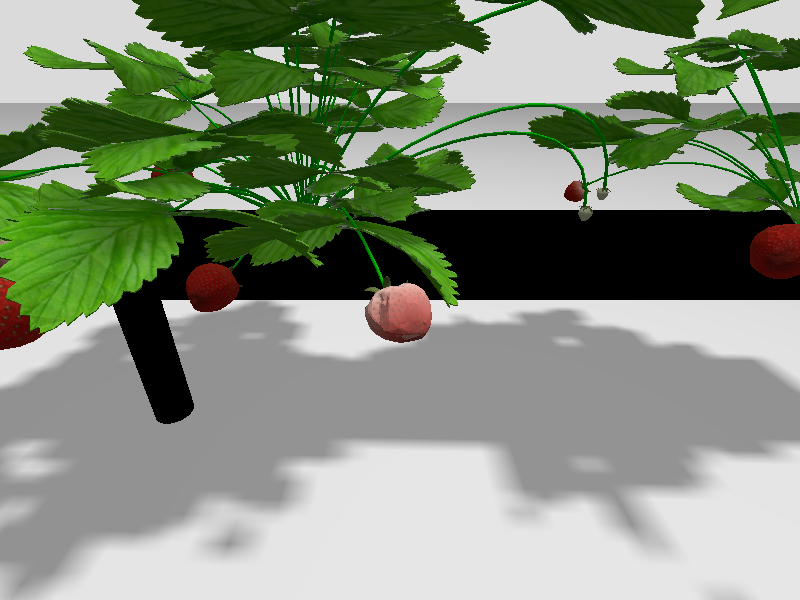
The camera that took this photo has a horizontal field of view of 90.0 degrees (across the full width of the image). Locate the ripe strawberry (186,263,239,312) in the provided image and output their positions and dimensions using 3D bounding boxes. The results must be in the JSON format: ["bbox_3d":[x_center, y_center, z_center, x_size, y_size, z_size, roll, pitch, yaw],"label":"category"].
[{"bbox_3d":[-0.107,-0.005,0.226,0.027,0.028,0.029,4,29,7],"label":"ripe strawberry"}]

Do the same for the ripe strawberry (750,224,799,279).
[{"bbox_3d":[0.252,-0.031,0.263,0.039,0.038,0.036,-24,36,-36],"label":"ripe strawberry"}]

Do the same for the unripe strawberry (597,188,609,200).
[{"bbox_3d":[0.183,-0.095,0.362,0.010,0.010,0.011,-1,28,-3],"label":"unripe strawberry"}]

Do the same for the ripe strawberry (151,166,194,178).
[{"bbox_3d":[-0.265,-0.140,0.465,0.040,0.039,0.044,-2,21,39],"label":"ripe strawberry"}]

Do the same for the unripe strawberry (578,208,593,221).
[{"bbox_3d":[0.150,-0.069,0.325,0.011,0.011,0.010,3,28,7],"label":"unripe strawberry"}]

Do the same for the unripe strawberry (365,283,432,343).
[{"bbox_3d":[0.000,0.008,0.195,0.033,0.029,0.030,-13,41,-22],"label":"unripe strawberry"}]

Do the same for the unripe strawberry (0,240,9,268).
[{"bbox_3d":[-0.276,-0.036,0.278,0.033,0.029,0.033,-20,33,-17],"label":"unripe strawberry"}]

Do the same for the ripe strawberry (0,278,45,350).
[{"bbox_3d":[-0.194,0.007,0.190,0.038,0.040,0.041,15,37,27],"label":"ripe strawberry"}]

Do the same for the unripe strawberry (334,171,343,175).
[{"bbox_3d":[-0.081,-0.162,0.524,0.013,0.014,0.014,1,28,1],"label":"unripe strawberry"}]

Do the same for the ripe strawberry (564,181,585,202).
[{"bbox_3d":[0.195,-0.120,0.446,0.022,0.022,0.020,-25,9,40],"label":"ripe strawberry"}]
